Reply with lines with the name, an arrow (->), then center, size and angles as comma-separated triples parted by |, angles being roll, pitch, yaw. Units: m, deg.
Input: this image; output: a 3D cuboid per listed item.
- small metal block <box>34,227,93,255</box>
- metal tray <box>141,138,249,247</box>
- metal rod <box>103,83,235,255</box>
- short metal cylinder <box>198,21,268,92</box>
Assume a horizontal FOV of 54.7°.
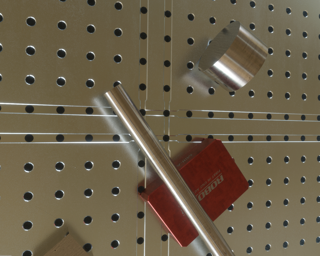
small metal block -> -0.114, 0.158, 0.371 | 0.050, 0.025, 0.050 | -40, 103, -16
metal tray -> 0.051, 0.086, 0.430 | 0.131, 0.030, 0.090 | -38, 103, -16
metal rod -> 0.025, 0.077, 0.390 | 0.025, 0.025, 0.299 | -37, 102, -16
short metal cylinder -> 0.098, -0.096, 0.421 | 0.050, 0.080, 0.080 | 33, 79, -18
